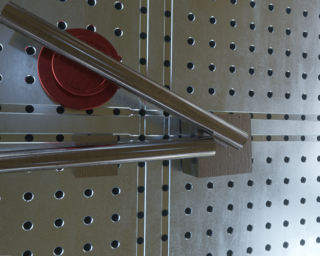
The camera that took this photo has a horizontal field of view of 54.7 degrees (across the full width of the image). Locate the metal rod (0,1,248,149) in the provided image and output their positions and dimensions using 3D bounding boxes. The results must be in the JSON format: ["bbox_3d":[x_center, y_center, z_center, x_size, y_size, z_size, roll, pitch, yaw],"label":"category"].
[{"bbox_3d":[-0.026,-0.050,0.352,0.301,0.025,0.025,27,81,-16],"label":"metal rod"}]

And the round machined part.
[{"bbox_3d":[-0.093,-0.071,0.369,0.099,0.042,0.097,0,90,-21],"label":"round machined part"}]

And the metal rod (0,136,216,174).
[{"bbox_3d":[-0.085,0.032,0.353,0.302,0.025,0.025,-4,92,-10],"label":"metal rod"}]

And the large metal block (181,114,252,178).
[{"bbox_3d":[0.077,0.022,0.426,0.081,0.050,0.079,-2,91,-20],"label":"large metal block"}]

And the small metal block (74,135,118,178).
[{"bbox_3d":[-0.080,0.034,0.384,0.050,0.025,0.050,0,90,-21],"label":"small metal block"}]
